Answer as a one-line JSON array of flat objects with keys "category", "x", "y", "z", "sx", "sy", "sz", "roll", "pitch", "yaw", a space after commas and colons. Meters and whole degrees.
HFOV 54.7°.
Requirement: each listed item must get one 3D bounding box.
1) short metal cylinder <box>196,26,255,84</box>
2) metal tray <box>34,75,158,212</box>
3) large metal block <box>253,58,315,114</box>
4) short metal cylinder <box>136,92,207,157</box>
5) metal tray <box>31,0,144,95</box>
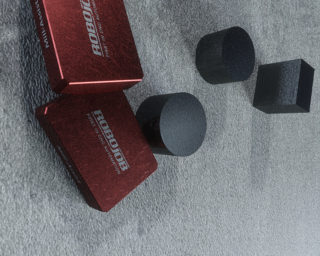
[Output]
[{"category": "short metal cylinder", "x": 0.100, "y": -0.108, "z": 0.472, "sx": 0.081, "sy": 0.050, "sz": 0.079, "roll": 0, "pitch": 90, "yaw": -40}, {"category": "metal tray", "x": -0.065, "y": 0.016, "z": 0.347, "sx": 0.091, "sy": 0.030, "sz": 0.129, "roll": -38, "pitch": 113, "yaw": -34}, {"category": "large metal block", "x": 0.220, "y": -0.071, "z": 0.553, "sx": 0.050, "sy": 0.080, "sz": 0.080, "roll": 19, "pitch": 78, "yaw": -39}, {"category": "short metal cylinder", "x": 0.014, "y": -0.004, "z": 0.401, "sx": 0.081, "sy": 0.050, "sz": 0.079, "roll": 0, "pitch": 90, "yaw": -40}, {"category": "metal tray", "x": -0.076, "y": -0.103, "z": 0.317, "sx": 0.091, "sy": 0.030, "sz": 0.129, "roll": -10, "pitch": 82, "yaw": -40}]
